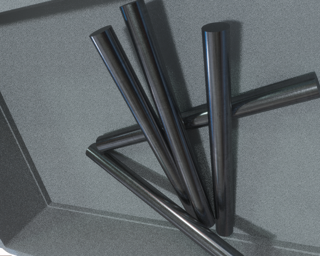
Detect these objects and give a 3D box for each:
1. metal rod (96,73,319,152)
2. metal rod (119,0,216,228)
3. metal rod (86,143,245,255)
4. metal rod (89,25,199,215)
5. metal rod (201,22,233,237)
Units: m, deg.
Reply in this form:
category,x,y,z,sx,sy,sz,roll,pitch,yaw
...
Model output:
category,x,y,z,sx,sy,sz,roll,pitch,yaw
metal rod,0.033,-0.009,0.384,0.300,0.025,0.025,-15,111,34
metal rod,0.019,0.004,0.366,0.025,0.025,0.298,-4,120,30
metal rod,0.009,0.110,0.428,0.300,0.025,0.025,34,130,22
metal rod,-0.001,0.018,0.386,0.025,0.025,0.299,-7,125,31
metal rod,0.072,0.029,0.362,0.025,0.025,0.298,8,130,24
